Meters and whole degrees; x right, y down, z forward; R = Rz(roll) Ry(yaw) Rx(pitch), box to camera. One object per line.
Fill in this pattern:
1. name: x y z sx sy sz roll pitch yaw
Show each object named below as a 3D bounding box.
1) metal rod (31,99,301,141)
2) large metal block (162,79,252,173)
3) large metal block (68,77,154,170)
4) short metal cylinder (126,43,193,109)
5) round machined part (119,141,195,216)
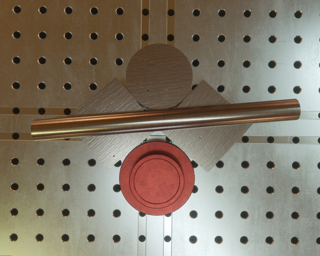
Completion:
1. metal rod: 0.006 -0.009 0.358 0.302 0.025 0.025 -5 90 0
2. large metal block: 0.055 -0.003 0.395 0.080 0.050 0.080 42 91 0
3. large metal block: -0.058 -0.006 0.396 0.080 0.050 0.080 -39 92 0
4. short metal cylinder: -0.001 -0.062 0.397 0.081 0.050 0.079 0 90 0
5. round machined part: -0.004 0.065 0.401 0.099 0.042 0.097 0 90 0
